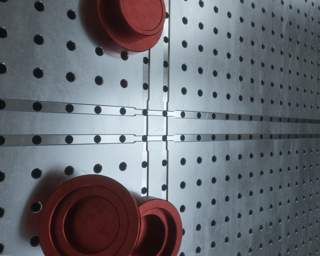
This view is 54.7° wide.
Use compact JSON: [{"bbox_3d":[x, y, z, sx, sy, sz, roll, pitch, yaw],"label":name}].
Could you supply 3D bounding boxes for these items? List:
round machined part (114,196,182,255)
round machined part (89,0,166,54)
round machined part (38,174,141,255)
[{"bbox_3d":[-0.022,0.133,0.382,0.099,0.042,0.097,0,90,-40],"label":"round machined part"},{"bbox_3d":[-0.032,-0.141,0.373,0.099,0.042,0.097,0,90,-40],"label":"round machined part"},{"bbox_3d":[-0.069,0.099,0.320,0.099,0.042,0.098,0,73,0],"label":"round machined part"}]
